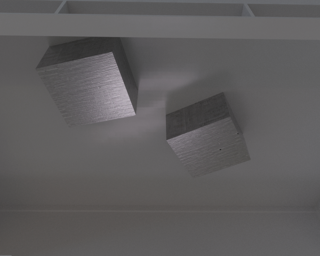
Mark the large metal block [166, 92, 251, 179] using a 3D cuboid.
[{"bbox_3d":[0.062,0.012,0.403,0.080,0.050,0.080,-22,127,17],"label":"large metal block"}]

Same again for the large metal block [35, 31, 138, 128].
[{"bbox_3d":[-0.076,-0.053,0.347,0.080,0.050,0.080,-11,130,8],"label":"large metal block"}]
